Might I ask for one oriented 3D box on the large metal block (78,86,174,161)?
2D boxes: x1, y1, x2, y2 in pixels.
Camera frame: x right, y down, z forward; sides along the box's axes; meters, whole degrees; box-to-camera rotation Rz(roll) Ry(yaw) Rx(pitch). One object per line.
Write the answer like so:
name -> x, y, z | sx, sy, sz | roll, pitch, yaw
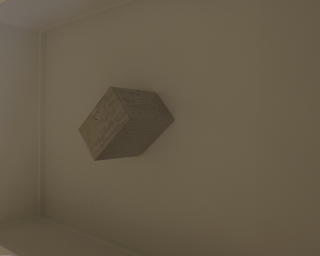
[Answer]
large metal block -> -0.044, -0.004, 0.401 | 0.080, 0.081, 0.050 | -47, 62, 29
